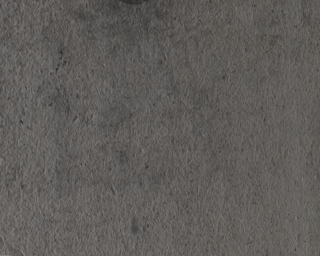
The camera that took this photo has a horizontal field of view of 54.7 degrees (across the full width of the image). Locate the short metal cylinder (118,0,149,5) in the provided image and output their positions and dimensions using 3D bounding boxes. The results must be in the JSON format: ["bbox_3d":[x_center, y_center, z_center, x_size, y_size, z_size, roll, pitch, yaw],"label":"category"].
[{"bbox_3d":[-0.031,-0.202,0.384,0.081,0.050,0.080,0,90,-20],"label":"short metal cylinder"}]
